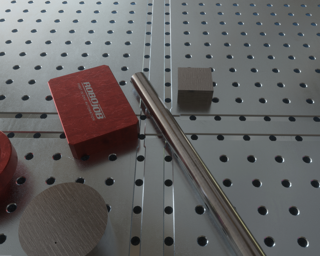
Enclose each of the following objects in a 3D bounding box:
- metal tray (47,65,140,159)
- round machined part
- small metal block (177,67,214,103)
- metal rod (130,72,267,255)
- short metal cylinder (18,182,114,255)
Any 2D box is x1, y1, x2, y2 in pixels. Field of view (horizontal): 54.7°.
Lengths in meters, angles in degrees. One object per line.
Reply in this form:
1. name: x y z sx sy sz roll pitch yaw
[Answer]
1. metal tray: -0.093 -0.028 0.427 0.091 0.030 0.130 -19 53 -16
2. round machined part: -0.214 0.048 0.353 0.099 0.042 0.098 1 50 0
3. small metal block: 0.051 -0.064 0.462 0.050 0.025 0.050 1 50 1
4. metal rod: 0.031 0.029 0.383 0.025 0.025 0.300 -20 53 -16
5. short metal cylinder: -0.089 0.101 0.305 0.081 0.050 0.080 0 50 0
